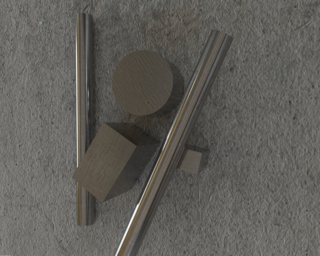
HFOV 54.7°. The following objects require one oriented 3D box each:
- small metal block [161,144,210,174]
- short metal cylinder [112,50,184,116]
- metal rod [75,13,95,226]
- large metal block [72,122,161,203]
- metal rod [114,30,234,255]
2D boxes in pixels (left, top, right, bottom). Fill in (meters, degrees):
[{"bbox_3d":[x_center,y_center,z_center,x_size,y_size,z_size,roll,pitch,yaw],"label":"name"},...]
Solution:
[{"bbox_3d":[0.031,0.035,0.384,0.050,0.050,0.025,13,95,19],"label":"small metal block"},{"bbox_3d":[-0.014,-0.055,0.400,0.080,0.050,0.079,0,90,19],"label":"short metal cylinder"},{"bbox_3d":[-0.108,-0.012,0.445,0.025,0.025,0.298,-1,90,19],"label":"metal rod"},{"bbox_3d":[-0.053,0.040,0.397,0.050,0.080,0.080,35,101,16],"label":"large metal block"},{"bbox_3d":[0.008,0.036,0.352,0.025,0.025,0.298,26,99,18],"label":"metal rod"}]
